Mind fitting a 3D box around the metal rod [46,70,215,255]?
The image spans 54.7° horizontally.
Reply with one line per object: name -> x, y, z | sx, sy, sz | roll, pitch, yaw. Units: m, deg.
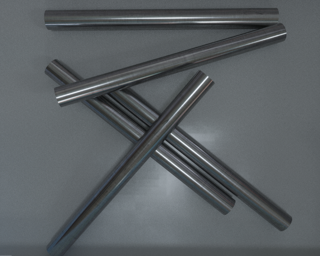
metal rod -> -0.041, 0.050, 0.390 | 0.025, 0.025, 0.299 | 41, 97, -1

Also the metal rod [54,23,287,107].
metal rod -> 0.019, -0.082, 0.395 | 0.302, 0.025, 0.025 | -18, 90, -7

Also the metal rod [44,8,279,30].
metal rod -> 0.003, -0.145, 0.410 | 0.302, 0.025, 0.025 | -1, 90, -1

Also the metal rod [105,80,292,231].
metal rod -> 0.049, 0.034, 0.411 | 0.300, 0.025, 0.025 | 38, 90, -1

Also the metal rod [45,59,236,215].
metal rod -> -0.026, 0.012, 0.410 | 0.300, 0.025, 0.025 | 38, 90, -1
